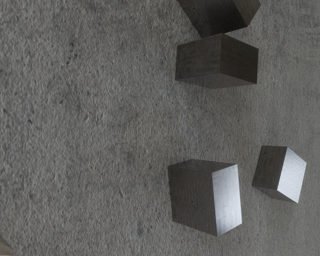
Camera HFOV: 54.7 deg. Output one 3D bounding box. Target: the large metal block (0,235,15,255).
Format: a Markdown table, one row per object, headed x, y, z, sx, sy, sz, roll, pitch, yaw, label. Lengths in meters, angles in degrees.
| x | y | z | sx | sy | sz | roll | pitch | yaw | label |
| --- | --- | --- | --- | --- | --- | --- | --- | --- | --- |
| -0.168 | 0.082 | 0.228 | 0.080 | 0.080 | 0.050 | 50 | 61 | -29 | large metal block |

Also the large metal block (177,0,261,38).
| x | y | z | sx | sy | sz | roll | pitch | yaw | label |
| --- | --- | --- | --- | --- | --- | --- | --- | --- | --- |
| 0.081 | -0.180 | 0.436 | 0.080 | 0.080 | 0.050 | 48 | 62 | -30 | large metal block |

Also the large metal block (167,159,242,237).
| x | y | z | sx | sy | sz | roll | pitch | yaw | label |
| --- | --- | --- | --- | --- | --- | --- | --- | --- | --- |
| 0.059 | 0.089 | 0.419 | 0.050 | 0.080 | 0.079 | -10 | 97 | -40 | large metal block |

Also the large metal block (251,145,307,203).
| x | y | z | sx | sy | sz | roll | pitch | yaw | label |
| --- | --- | --- | --- | --- | --- | --- | --- | --- | --- |
| 0.222 | 0.085 | 0.575 | 0.080 | 0.050 | 0.080 | 32 | 70 | -36 | large metal block |

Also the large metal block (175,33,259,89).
| x | y | z | sx | sy | sz | roll | pitch | yaw | label |
| --- | --- | --- | --- | --- | --- | --- | --- | --- | --- |
| 0.079 | -0.089 | 0.435 | 0.081 | 0.080 | 0.050 | 6 | 86 | -40 | large metal block |
